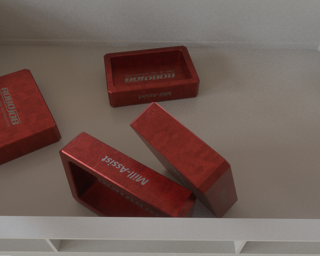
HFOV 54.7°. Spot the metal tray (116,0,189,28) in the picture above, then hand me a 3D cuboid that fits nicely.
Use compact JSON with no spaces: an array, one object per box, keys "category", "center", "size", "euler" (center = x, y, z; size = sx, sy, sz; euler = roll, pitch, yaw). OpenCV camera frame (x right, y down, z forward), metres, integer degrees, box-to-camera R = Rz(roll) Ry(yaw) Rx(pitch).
[{"category":"metal tray","center":[-0.014,-0.231,0.597],"size":[0.131,0.030,0.090],"euler":[-1,50,-1]}]

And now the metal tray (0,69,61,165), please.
[{"category":"metal tray","center":[-0.200,-0.019,0.416],"size":[0.091,0.030,0.130],"euler":[-24,54,-19]}]

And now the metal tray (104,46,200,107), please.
[{"category":"metal tray","center":[-0.015,-0.080,0.468],"size":[0.131,0.030,0.090],"euler":[-8,51,-7]}]

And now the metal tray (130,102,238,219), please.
[{"category":"metal tray","center":[0.029,0.037,0.304],"size":[0.030,0.130,0.090],"euler":[-45,61,-7]}]

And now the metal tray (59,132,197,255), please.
[{"category":"metal tray","center":[-0.033,0.068,0.304],"size":[0.130,0.089,0.030],"euler":[26,51,20]}]
